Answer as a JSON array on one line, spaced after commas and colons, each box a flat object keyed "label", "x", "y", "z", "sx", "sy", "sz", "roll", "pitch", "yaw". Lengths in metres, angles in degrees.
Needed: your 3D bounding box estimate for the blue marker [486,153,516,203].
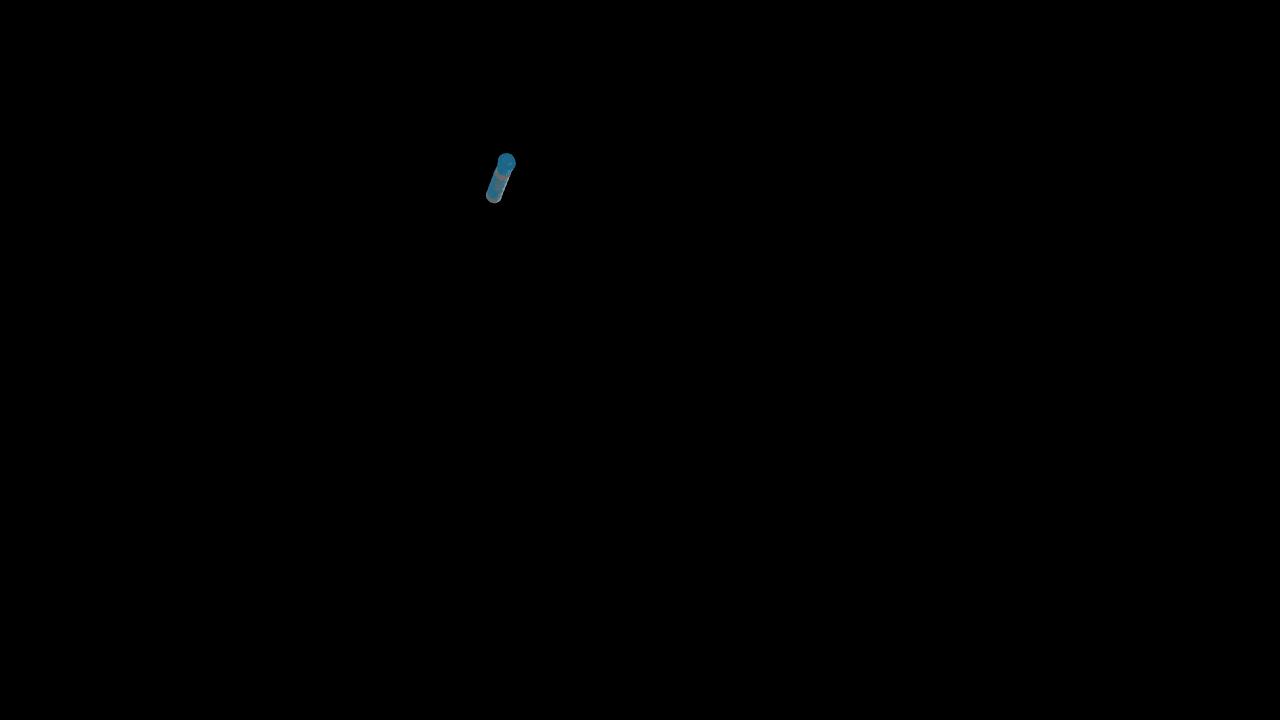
[{"label": "blue marker", "x": -0.159, "y": -0.206, "z": 0.701, "sx": 0.020, "sy": 0.020, "sz": 0.121, "roll": 0, "pitch": -4, "yaw": -20}]
